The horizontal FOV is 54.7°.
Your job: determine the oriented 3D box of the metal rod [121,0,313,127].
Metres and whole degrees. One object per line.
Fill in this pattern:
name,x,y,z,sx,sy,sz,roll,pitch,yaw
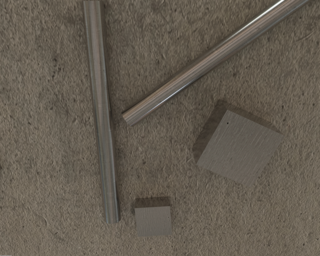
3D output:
metal rod,0.079,-0.095,0.375,0.300,0.025,0.025,-35,107,11

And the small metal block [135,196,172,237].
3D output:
small metal block,-0.009,0.131,0.458,0.050,0.025,0.050,-4,110,1

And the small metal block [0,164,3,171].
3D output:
small metal block,-0.257,0.049,0.424,0.050,0.025,0.050,-22,109,7

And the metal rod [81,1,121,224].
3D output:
metal rod,-0.074,-0.006,0.406,0.025,0.025,0.298,-2,110,0

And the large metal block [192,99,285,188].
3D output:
large metal block,0.098,0.019,0.405,0.080,0.050,0.080,24,108,-9
